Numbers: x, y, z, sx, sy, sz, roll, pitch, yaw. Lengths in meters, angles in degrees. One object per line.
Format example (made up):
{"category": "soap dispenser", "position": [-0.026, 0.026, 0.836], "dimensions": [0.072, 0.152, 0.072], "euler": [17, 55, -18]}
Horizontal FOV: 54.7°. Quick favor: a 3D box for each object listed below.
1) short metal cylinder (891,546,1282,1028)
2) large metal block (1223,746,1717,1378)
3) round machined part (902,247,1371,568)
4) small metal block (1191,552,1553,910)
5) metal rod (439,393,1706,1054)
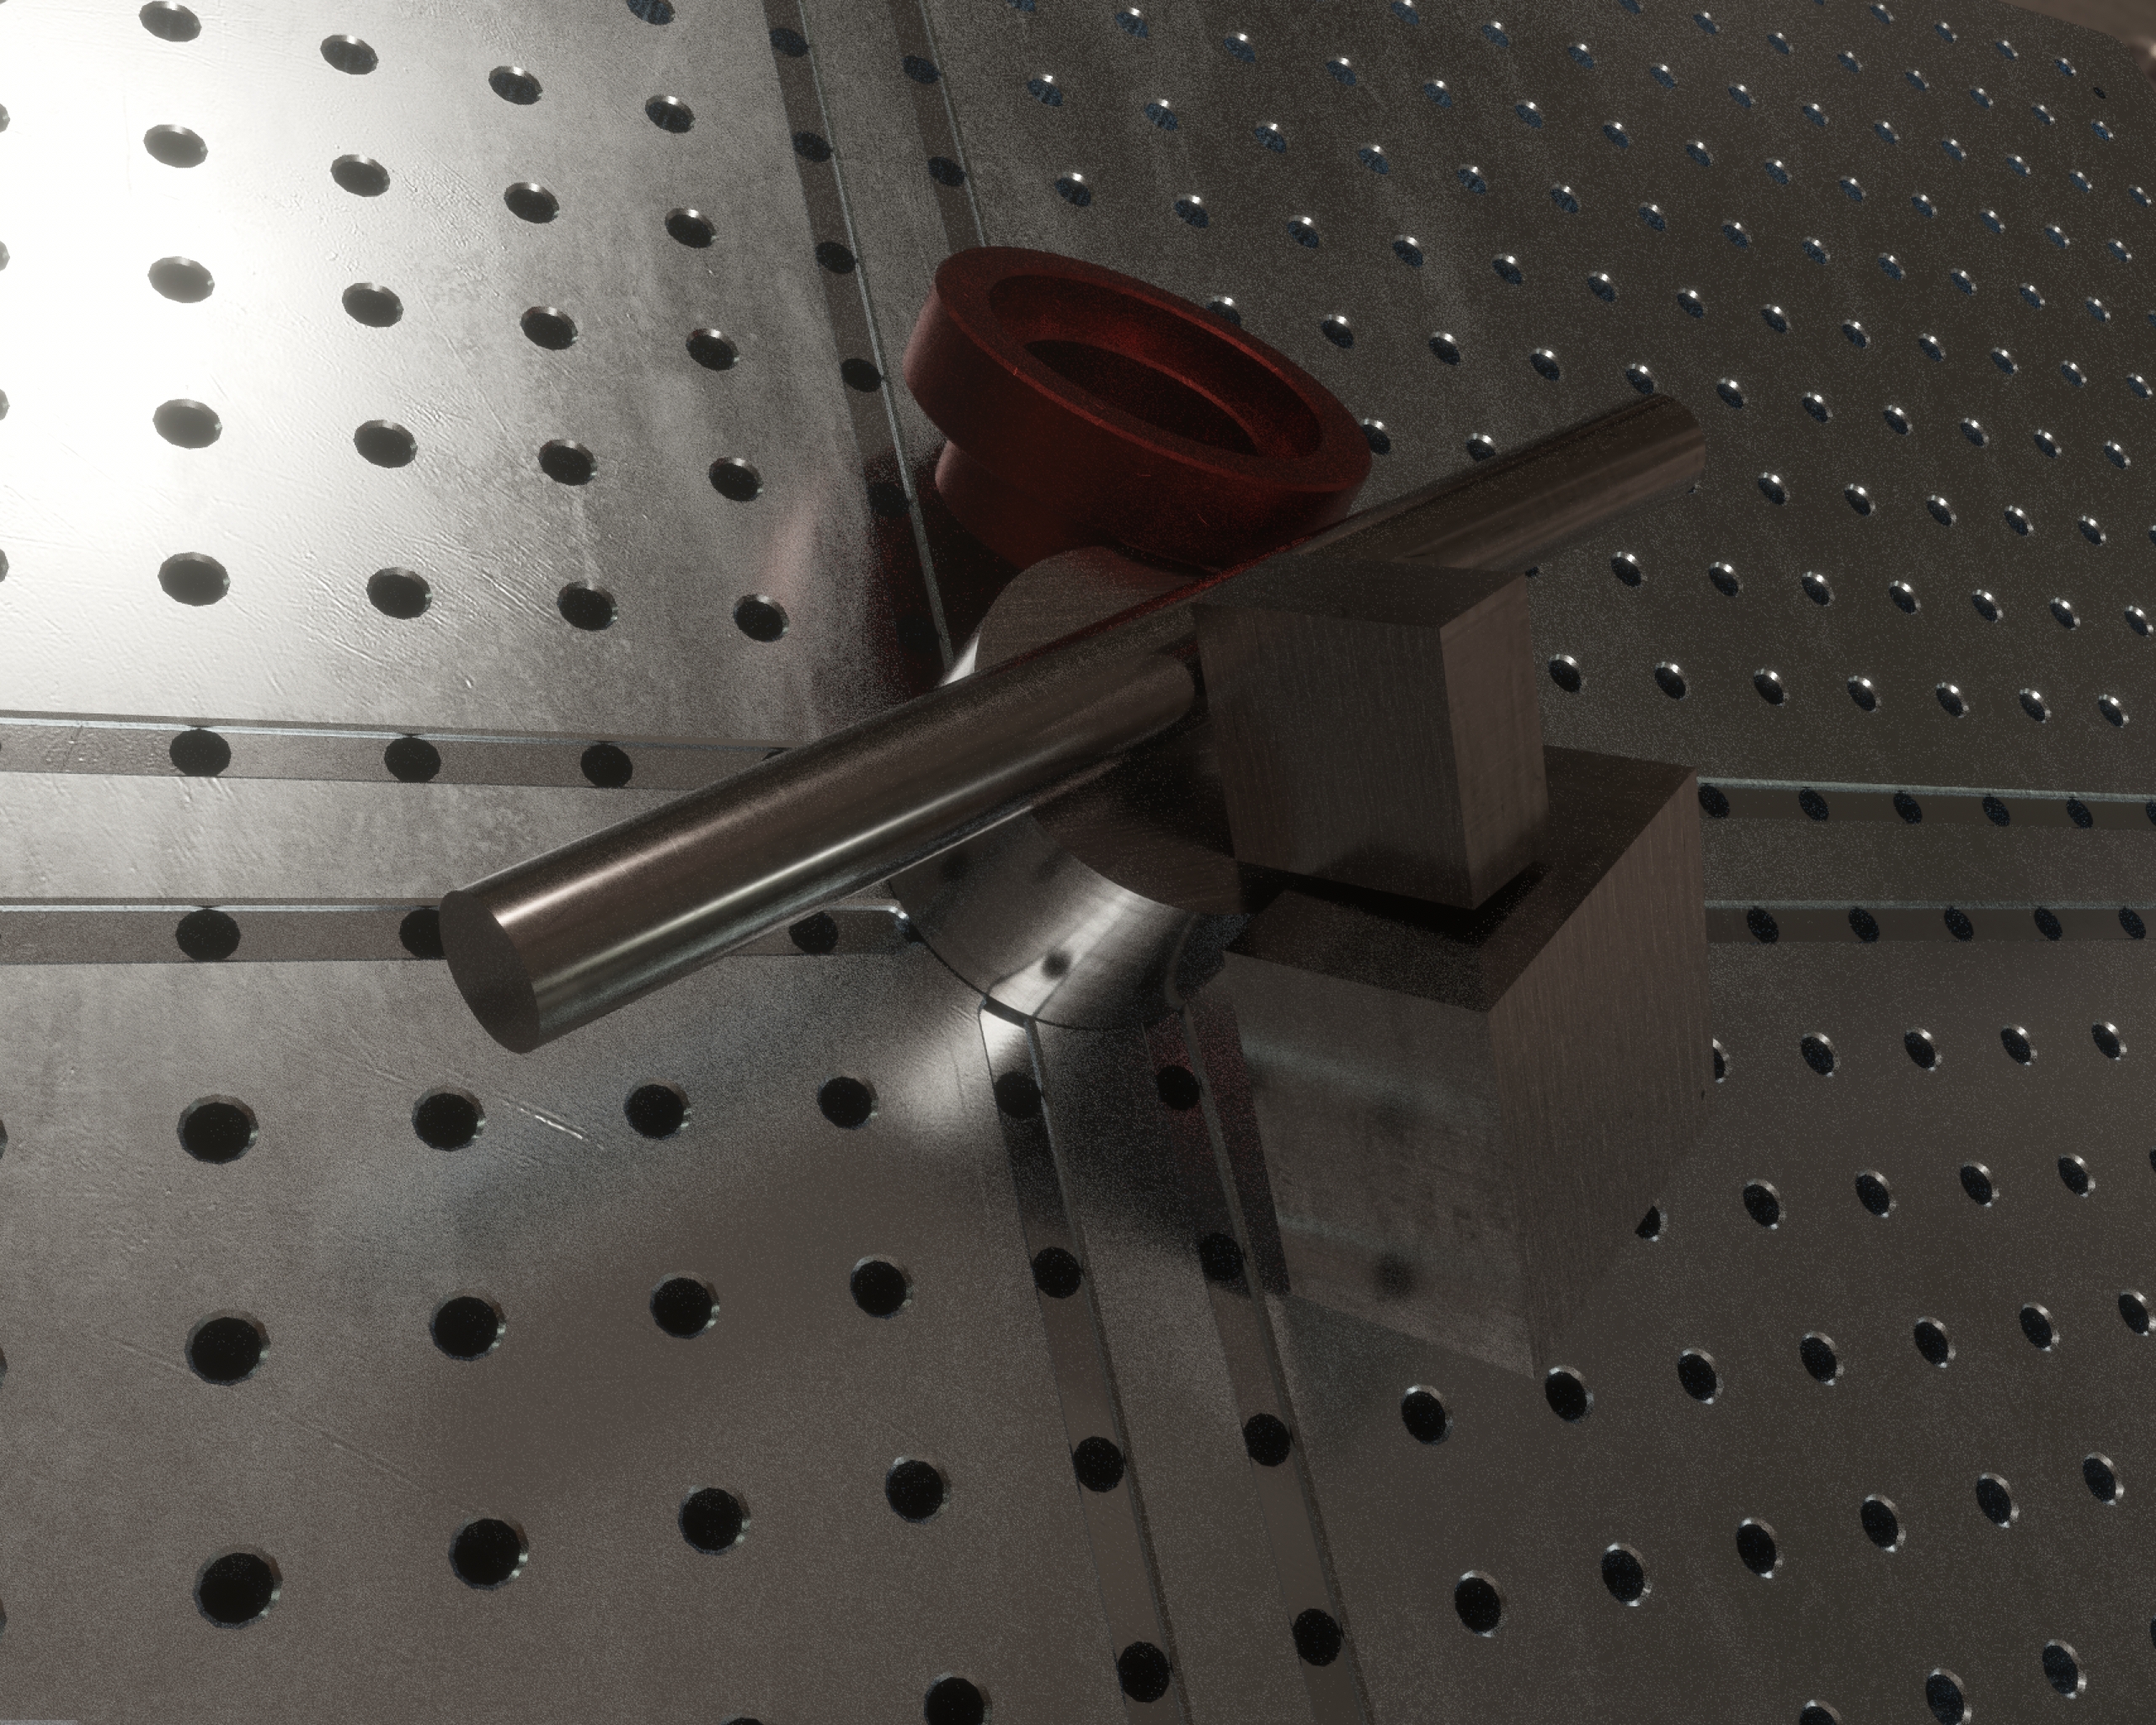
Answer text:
{"category": "short metal cylinder", "position": [0.008, -0.014, 0.406], "dimensions": [0.081, 0.050, 0.080], "euler": [14, 56, -21]}
{"category": "large metal block", "position": [0.076, 0.032, 0.386], "dimensions": [0.080, 0.050, 0.080], "euler": [-41, 130, -39]}
{"category": "round machined part", "position": [0.009, -0.088, 0.442], "dimensions": [0.099, 0.042, 0.098], "euler": [19, 31, -12]}
{"category": "small metal block", "position": [0.051, -0.024, 0.357], "dimensions": [0.025, 0.050, 0.050], "euler": [-34, 123, -38]}
{"category": "metal rod", "position": [0.025, -0.039, 0.382], "dimensions": [0.302, 0.025, 0.025], "euler": [-27, 77, -37]}
